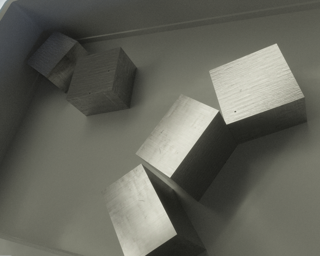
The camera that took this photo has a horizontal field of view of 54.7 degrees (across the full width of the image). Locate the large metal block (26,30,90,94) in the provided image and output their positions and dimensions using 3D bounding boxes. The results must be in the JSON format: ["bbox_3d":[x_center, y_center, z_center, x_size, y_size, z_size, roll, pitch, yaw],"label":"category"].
[{"bbox_3d":[-0.180,-0.120,0.558,0.080,0.050,0.080,32,80,38],"label":"large metal block"}]

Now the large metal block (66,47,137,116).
[{"bbox_3d":[-0.088,-0.070,0.479,0.080,0.050,0.080,-8,58,24],"label":"large metal block"}]

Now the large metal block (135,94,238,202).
[{"bbox_3d":[0.033,0.023,0.339,0.050,0.080,0.080,30,78,38],"label":"large metal block"}]

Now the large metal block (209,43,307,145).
[{"bbox_3d":[0.110,-0.037,0.355,0.080,0.050,0.080,-20,54,16],"label":"large metal block"}]

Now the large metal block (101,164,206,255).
[{"bbox_3d":[-0.006,0.095,0.315,0.050,0.080,0.080,-36,51,5],"label":"large metal block"}]
